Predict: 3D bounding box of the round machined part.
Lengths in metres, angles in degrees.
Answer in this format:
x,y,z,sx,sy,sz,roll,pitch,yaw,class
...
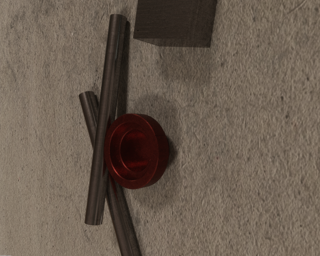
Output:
x,y,z,sx,sy,sz,roll,pitch,yaw,class
-0.026,0.030,0.413,0.098,0.042,0.097,0,90,39,round machined part

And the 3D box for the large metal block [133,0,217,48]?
x,y,z,sx,sy,sz,roll,pitch,yaw,class
0.019,-0.142,0.371,0.080,0.050,0.079,14,99,39,large metal block

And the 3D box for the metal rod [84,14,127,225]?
x,y,z,sx,sy,sz,roll,pitch,yaw,class
-0.077,-0.014,0.445,0.025,0.025,0.298,4,86,39,metal rod

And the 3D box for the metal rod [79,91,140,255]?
x,y,z,sx,sy,sz,roll,pitch,yaw,class
-0.073,0.084,0.462,0.025,0.025,0.299,-29,72,36,metal rod
